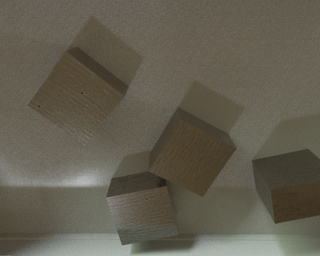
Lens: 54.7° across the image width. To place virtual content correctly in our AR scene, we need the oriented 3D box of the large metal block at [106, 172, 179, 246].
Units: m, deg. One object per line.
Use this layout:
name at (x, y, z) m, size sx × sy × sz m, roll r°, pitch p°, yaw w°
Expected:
large metal block at (-0.022, 0.111, 0.439) m, size 0.080 × 0.050 × 0.079 m, roll -12°, pitch 110°, yaw 4°

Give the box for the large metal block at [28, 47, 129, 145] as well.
large metal block at (-0.097, -0.040, 0.382) m, size 0.080 × 0.050 × 0.080 m, roll 38°, pitch 105°, yaw -13°

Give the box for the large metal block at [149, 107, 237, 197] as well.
large metal block at (0.040, 0.031, 0.410) m, size 0.080 × 0.050 × 0.080 m, roll 27°, pitch 108°, yaw -10°

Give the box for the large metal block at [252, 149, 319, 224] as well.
large metal block at (0.177, 0.074, 0.412) m, size 0.080 × 0.080 × 0.050 m, roll -12°, pitch 110°, yaw 4°
